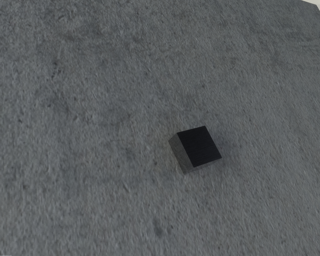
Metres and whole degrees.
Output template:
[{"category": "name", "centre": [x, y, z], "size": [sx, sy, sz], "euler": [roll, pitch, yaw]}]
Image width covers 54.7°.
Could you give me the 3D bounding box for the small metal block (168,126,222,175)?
[{"category": "small metal block", "centre": [0.047, 0.029, 0.413], "size": [0.050, 0.025, 0.050], "euler": [-13, 69, -34]}]
